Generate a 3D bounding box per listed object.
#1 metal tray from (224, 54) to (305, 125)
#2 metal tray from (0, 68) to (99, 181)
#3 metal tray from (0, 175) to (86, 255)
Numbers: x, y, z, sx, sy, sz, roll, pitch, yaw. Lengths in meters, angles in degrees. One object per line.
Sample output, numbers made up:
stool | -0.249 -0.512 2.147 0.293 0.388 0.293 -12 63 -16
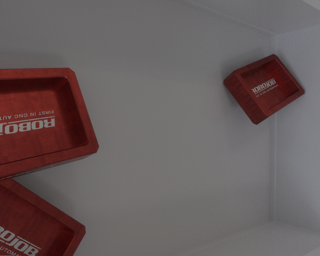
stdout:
metal tray | 0.179 -0.069 0.525 0.131 0.030 0.090 -26 78 -36
metal tray | -0.126 -0.005 0.270 0.131 0.030 0.090 -13 81 -46
metal tray | -0.142 0.099 0.277 0.130 0.030 0.090 46 56 -30
